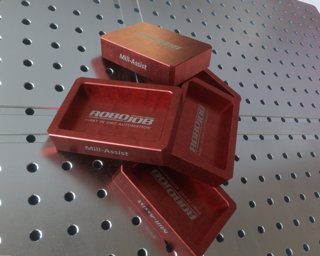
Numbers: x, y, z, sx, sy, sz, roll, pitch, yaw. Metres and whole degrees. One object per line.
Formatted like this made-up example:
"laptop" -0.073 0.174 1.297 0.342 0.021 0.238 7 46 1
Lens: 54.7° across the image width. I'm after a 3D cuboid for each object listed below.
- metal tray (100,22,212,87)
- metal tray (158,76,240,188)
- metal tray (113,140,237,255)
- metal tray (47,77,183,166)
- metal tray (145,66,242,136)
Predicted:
"metal tray" -0.006 -0.106 0.429 0.130 0.030 0.091 29 44 29
"metal tray" 0.052 0.000 0.396 0.090 0.030 0.130 26 52 -13
"metal tray" 0.020 0.077 0.370 0.130 0.030 0.091 48 51 5
"metal tray" -0.046 -0.011 0.349 0.131 0.030 0.090 7 53 11
"metal tray" 0.052 -0.055 0.468 0.130 0.030 0.090 40 51 -2
